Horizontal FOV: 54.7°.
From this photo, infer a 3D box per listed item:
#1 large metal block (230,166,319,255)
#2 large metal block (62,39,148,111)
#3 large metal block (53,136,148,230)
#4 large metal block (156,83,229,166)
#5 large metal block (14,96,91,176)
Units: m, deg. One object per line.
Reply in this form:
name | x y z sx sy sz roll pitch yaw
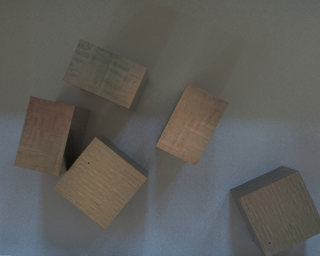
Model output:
large metal block | 0.149 0.105 0.401 0.080 0.050 0.080 -25 90 -1
large metal block | -0.062 -0.060 0.383 0.080 0.080 0.050 23 90 -1
large metal block | -0.072 0.066 0.398 0.080 0.050 0.080 39 90 -1
large metal block | 0.036 -0.004 0.384 0.050 0.080 0.080 27 90 -1
large metal block | -0.128 0.009 0.382 0.050 0.080 0.080 13 90 0
